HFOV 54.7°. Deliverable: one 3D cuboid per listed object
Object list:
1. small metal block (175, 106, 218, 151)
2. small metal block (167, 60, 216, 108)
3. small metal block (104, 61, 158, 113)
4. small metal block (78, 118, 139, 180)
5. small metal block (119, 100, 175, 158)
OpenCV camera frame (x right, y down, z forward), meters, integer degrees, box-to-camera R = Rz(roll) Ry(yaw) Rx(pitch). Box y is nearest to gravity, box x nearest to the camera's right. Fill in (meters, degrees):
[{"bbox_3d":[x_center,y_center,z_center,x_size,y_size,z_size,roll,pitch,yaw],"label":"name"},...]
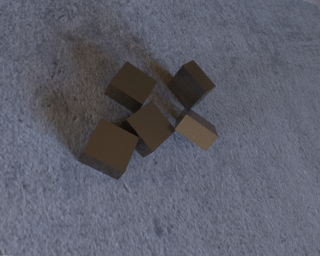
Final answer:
[{"bbox_3d":[0.048,0.000,0.416,0.050,0.025,0.050,35,16,-6],"label":"small metal block"},{"bbox_3d":[0.045,-0.061,0.451,0.025,0.050,0.050,-33,81,-38],"label":"small metal block"},{"bbox_3d":[-0.039,-0.055,0.418,0.050,0.025,0.050,33,51,-7],"label":"small metal block"},{"bbox_3d":[-0.059,0.024,0.359,0.050,0.025,0.050,28,52,-11],"label":"small metal block"},{"bbox_3d":[-0.016,0.001,0.392,0.050,0.025,0.050,51,51,-3],"label":"small metal block"}]
